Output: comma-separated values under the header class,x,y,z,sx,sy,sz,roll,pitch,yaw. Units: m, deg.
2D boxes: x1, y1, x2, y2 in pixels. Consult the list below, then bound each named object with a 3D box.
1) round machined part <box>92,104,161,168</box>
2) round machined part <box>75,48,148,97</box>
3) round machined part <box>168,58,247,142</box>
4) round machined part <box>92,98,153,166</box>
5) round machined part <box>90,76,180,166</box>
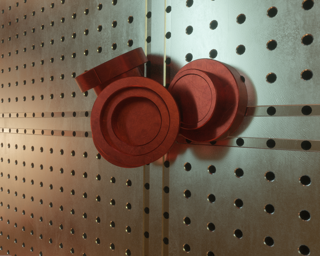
class,x,y,z,sx,sy,sz,roll,pitch,yaw
round machined part,-0.039,0.003,0.398,0.099,0.042,0.097,0,87,2
round machined part,-0.059,-0.068,0.415,0.098,0.099,0.042,-16,106,38
round machined part,0.046,-0.032,0.359,0.098,0.042,0.097,0,90,39
round machined part,-0.060,0.006,0.446,0.098,0.042,0.097,0,90,39
round machined part,-0.025,-0.007,0.355,0.099,0.042,0.097,0,89,6
